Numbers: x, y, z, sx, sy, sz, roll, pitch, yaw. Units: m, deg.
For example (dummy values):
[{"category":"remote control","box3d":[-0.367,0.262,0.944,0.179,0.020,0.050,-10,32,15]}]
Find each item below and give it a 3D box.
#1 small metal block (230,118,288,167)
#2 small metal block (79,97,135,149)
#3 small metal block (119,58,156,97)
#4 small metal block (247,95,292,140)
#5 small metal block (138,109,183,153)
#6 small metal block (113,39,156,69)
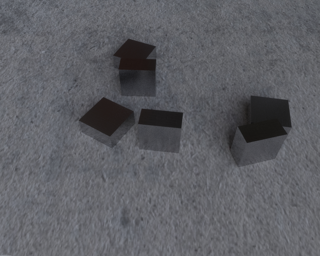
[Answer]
[{"category":"small metal block","box3d":[0.117,0.018,0.373,0.050,0.050,0.025,-11,51,-10]},{"category":"small metal block","box3d":[-0.069,-0.008,0.409,0.050,0.025,0.050,26,54,19]},{"category":"small metal block","box3d":[-0.031,-0.072,0.447,0.050,0.050,0.025,2,50,1]},{"category":"small metal block","box3d":[0.145,-0.015,0.418,0.050,0.025,0.050,8,50,6]},{"category":"small metal block","box3d":[0.001,0.004,0.383,0.050,0.050,0.025,6,51,4]},{"category":"small metal block","box3d":[-0.040,-0.114,0.499,0.050,0.025,0.050,20,53,15]}]
